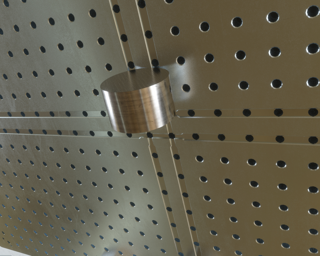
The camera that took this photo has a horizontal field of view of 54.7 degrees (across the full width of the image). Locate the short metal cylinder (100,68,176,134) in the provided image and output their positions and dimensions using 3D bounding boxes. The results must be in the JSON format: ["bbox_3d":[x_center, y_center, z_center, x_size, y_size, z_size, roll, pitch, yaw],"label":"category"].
[{"bbox_3d":[-0.025,-0.035,0.367,0.080,0.080,0.050,3,120,26],"label":"short metal cylinder"}]
